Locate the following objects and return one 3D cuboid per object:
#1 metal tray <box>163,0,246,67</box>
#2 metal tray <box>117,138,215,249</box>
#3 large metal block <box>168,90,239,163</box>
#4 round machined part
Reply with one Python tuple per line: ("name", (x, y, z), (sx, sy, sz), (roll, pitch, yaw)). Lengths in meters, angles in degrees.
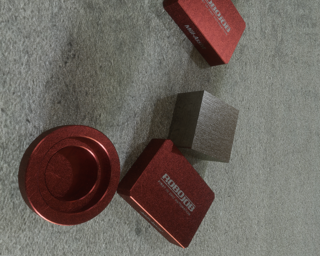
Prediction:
("metal tray", (0.071, -0.168, 0.464), (0.130, 0.030, 0.090), (42, 64, -32))
("metal tray", (0.014, 0.087, 0.415), (0.130, 0.030, 0.090), (51, 60, -28))
("large metal block", (0.062, 0.000, 0.443), (0.080, 0.050, 0.080), (23, 76, -38))
("round machined part", (-0.093, 0.045, 0.317), (0.099, 0.042, 0.097), (0, 90, -40))
